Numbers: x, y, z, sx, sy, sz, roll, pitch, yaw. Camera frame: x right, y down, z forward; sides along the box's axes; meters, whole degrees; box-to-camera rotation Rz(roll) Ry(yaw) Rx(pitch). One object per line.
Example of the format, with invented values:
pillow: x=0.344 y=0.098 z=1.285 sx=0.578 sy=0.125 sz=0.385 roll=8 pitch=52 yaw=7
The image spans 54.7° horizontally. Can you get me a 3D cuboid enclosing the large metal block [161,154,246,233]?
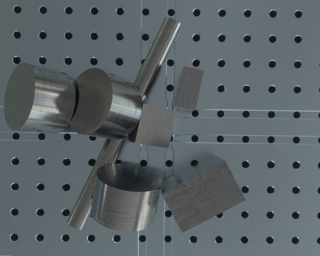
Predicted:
large metal block: x=0.049 y=0.077 z=0.386 sx=0.080 sy=0.080 sz=0.050 roll=-27 pitch=91 yaw=0

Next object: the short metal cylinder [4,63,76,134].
short metal cylinder: x=-0.148 y=-0.034 z=0.379 sx=0.080 sy=0.050 sz=0.080 roll=-7 pitch=80 yaw=41

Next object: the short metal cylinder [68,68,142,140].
short metal cylinder: x=-0.069 y=-0.028 z=0.381 sx=0.080 sy=0.050 sz=0.080 roll=-8 pitch=77 yaw=35

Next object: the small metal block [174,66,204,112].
small metal block: x=0.036 y=-0.048 z=0.401 sx=0.025 sy=0.050 sz=0.050 roll=12 pitch=90 yaw=0

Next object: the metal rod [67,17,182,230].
metal rod: x=-0.047 y=-0.006 z=0.412 sx=0.025 sy=0.025 sz=0.299 roll=26 pitch=90 yaw=0

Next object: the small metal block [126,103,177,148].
small metal block: x=-0.011 y=-0.004 z=0.401 sx=0.050 sy=0.025 sz=0.050 roll=11 pitch=93 yaw=-32

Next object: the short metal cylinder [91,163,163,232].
short metal cylinder: x=-0.041 y=0.082 z=0.381 sx=0.080 sy=0.080 sz=0.050 roll=11 pitch=104 yaw=0
